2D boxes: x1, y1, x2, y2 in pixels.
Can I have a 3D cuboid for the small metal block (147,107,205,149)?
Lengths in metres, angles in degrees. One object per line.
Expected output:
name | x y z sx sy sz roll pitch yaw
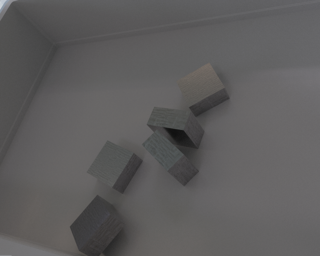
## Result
small metal block | 0.020 0.000 0.379 0.050 0.050 0.025 9 67 32

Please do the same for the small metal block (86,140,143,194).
small metal block | -0.059 0.050 0.406 0.050 0.025 0.050 21 73 36

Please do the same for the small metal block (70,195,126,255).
small metal block | -0.074 0.115 0.364 0.050 0.025 0.050 -49 30 -7

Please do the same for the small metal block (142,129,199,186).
small metal block | 0.013 0.035 0.362 0.025 0.050 0.050 -45 51 -3

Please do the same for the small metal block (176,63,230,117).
small metal block | 0.056 -0.050 0.407 0.050 0.025 0.050 -29 52 10
